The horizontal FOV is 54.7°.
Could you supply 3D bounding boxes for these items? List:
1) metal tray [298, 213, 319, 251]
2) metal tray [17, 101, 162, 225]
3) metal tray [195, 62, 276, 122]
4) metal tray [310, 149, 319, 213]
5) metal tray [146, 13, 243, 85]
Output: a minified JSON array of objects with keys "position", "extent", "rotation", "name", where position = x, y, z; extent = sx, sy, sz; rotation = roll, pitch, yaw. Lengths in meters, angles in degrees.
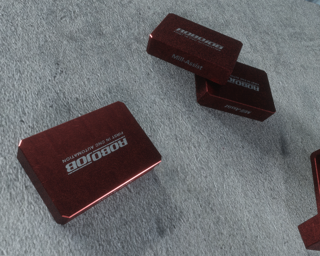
[{"position":[0.262,0.132,0.403],"extent":[0.131,0.089,0.030],"rotation":[14,45,-21],"name":"metal tray"},{"position":[-0.073,0.032,0.342],"extent":[0.131,0.030,0.090],"rotation":[-28,77,-37],"name":"metal tray"},{"position":[0.122,-0.067,0.507],"extent":[0.131,0.030,0.090],"rotation":[13,56,-21],"name":"metal tray"},{"position":[0.277,0.080,0.461],"extent":[0.030,0.090,0.130],"rotation":[23,53,-15],"name":"metal tray"},{"position":[0.056,-0.125,0.482],"extent":[0.130,0.030,0.090],"rotation":[24,47,5],"name":"metal tray"}]
